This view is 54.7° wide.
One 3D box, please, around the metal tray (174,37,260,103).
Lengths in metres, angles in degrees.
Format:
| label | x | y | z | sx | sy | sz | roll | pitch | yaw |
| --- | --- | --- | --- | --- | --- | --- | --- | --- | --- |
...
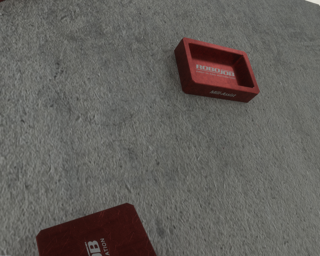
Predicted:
| label | x | y | z | sx | sy | sz | roll | pitch | yaw |
| --- | --- | --- | --- | --- | --- | --- | --- | --- | --- |
| metal tray | 0.093 | -0.093 | 0.506 | 0.131 | 0.030 | 0.090 | 5 | 59 | -26 |

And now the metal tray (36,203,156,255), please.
| label | x | y | z | sx | sy | sz | roll | pitch | yaw |
| --- | --- | --- | --- | --- | --- | --- | --- | --- | --- |
| metal tray | -0.043 | 0.133 | 0.256 | 0.091 | 0.030 | 0.130 | -13 | 46 | -23 |

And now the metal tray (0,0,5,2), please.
| label | x | y | z | sx | sy | sz | roll | pitch | yaw |
| --- | --- | --- | --- | --- | --- | --- | --- | --- | --- |
| metal tray | -0.217 | -0.225 | 0.420 | 0.090 | 0.030 | 0.131 | 41 | 51 | 0 |
